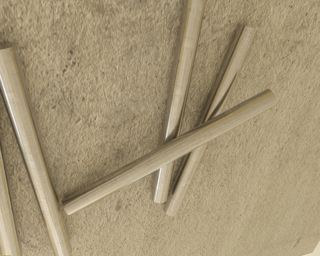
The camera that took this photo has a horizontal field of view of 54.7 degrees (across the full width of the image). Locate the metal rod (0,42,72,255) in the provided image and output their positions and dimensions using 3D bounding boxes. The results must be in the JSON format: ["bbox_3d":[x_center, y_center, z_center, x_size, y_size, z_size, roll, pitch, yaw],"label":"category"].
[{"bbox_3d":[-0.141,0.051,0.361,0.025,0.025,0.298,-15,125,-20],"label":"metal rod"}]

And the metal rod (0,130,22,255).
[{"bbox_3d":[-0.179,0.037,0.331,0.025,0.025,0.298,-8,122,-24],"label":"metal rod"}]

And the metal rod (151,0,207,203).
[{"bbox_3d":[0.020,-0.024,0.402,0.025,0.025,0.298,-5,121,-26],"label":"metal rod"}]

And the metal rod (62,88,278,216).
[{"bbox_3d":[0.011,0.032,0.401,0.301,0.025,0.025,-28,129,2],"label":"metal rod"}]

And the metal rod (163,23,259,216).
[{"bbox_3d":[0.064,0.003,0.443,0.025,0.025,0.298,6,115,-31],"label":"metal rod"}]
